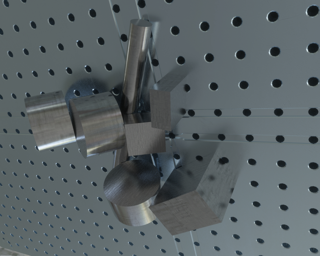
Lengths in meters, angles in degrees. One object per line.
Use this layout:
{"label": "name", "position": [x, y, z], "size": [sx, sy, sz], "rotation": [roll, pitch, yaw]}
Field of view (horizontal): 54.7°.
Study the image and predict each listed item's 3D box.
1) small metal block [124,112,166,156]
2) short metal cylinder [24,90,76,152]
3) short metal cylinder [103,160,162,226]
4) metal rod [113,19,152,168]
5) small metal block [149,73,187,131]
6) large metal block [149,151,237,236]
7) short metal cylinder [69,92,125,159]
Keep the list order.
{"label": "small metal block", "position": [-0.020, 0.007, 0.411], "size": [0.050, 0.025, 0.050], "rotation": [-6, 123, -5]}
{"label": "short metal cylinder", "position": [-0.156, -0.010, 0.445], "size": [0.080, 0.050, 0.080], "rotation": [165, 90, -73]}
{"label": "short metal cylinder", "position": [-0.035, 0.092, 0.445], "size": [0.080, 0.080, 0.050], "rotation": [11, 136, 22]}
{"label": "metal rod", "position": [-0.047, 0.000, 0.435], "size": [0.025, 0.025, 0.298], "rotation": [23, 127, 14]}
{"label": "small metal block", "position": [0.011, -0.032, 0.370], "size": [0.025, 0.050, 0.050], "rotation": [12, 123, 22]}
{"label": "large metal block", "position": [0.045, 0.085, 0.405], "size": [0.080, 0.080, 0.050], "rotation": [-31, 102, 38]}
{"label": "short metal cylinder", "position": [-0.085, -0.005, 0.412], "size": [0.080, 0.050, 0.079], "rotation": [44, 142, 50]}
